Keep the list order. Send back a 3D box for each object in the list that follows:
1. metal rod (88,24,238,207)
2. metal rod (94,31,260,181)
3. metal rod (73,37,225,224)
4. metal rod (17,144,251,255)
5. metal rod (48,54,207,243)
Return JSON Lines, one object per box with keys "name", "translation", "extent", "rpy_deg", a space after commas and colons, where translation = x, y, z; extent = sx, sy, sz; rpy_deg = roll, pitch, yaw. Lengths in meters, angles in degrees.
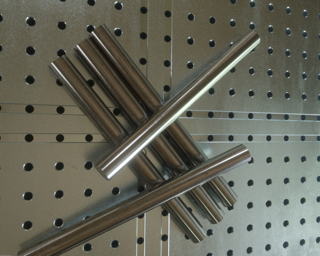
{"name": "metal rod", "translation": [0.012, -0.007, 0.418], "extent": [0.025, 0.025, 0.300], "rpy_deg": [-42, 104, -15]}
{"name": "metal rod", "translation": [0.037, -0.043, 0.406], "extent": [0.301, 0.025, 0.025], "rpy_deg": [-42, 104, -24]}
{"name": "metal rod", "translation": [-0.007, 0.013, 0.411], "extent": [0.025, 0.025, 0.300], "rpy_deg": [-41, 103, -16]}
{"name": "metal rod", "translation": [-0.022, 0.093, 0.383], "extent": [0.302, 0.025, 0.025], "rpy_deg": [-24, 99, -11]}
{"name": "metal rod", "translation": [-0.034, 0.036, 0.401], "extent": [0.025, 0.025, 0.300], "rpy_deg": [-41, 103, -16]}
